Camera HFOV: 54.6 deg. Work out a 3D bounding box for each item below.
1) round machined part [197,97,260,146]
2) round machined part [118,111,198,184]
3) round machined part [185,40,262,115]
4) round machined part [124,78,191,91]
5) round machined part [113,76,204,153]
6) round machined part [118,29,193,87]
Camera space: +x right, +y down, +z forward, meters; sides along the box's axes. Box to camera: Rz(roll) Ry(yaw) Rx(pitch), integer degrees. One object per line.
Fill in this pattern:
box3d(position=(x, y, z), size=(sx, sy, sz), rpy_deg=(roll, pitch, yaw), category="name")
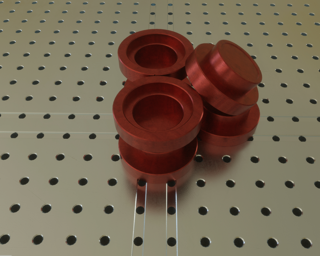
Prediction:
box3d(position=(0.086, -0.026, 0.420), size=(0.099, 0.042, 0.098), rpy_deg=(0, 50, 0), category="round machined part")
box3d(position=(-0.003, 0.016, 0.384), size=(0.099, 0.042, 0.098), rpy_deg=(0, 50, 0), category="round machined part")
box3d(position=(0.082, -0.066, 0.371), size=(0.099, 0.042, 0.098), rpy_deg=(22, 45, -24), category="round machined part")
box3d(position=(-0.003, -0.059, 0.448), size=(0.099, 0.042, 0.098), rpy_deg=(0, 50, 0), category="round machined part")
box3d(position=(-0.002, -0.011, 0.351), size=(0.099, 0.042, 0.098), rpy_deg=(0, 50, 0), category="round machined part")
box3d(position=(-0.005, -0.087, 0.415), size=(0.099, 0.042, 0.098), rpy_deg=(0, 50, 0), category="round machined part")
